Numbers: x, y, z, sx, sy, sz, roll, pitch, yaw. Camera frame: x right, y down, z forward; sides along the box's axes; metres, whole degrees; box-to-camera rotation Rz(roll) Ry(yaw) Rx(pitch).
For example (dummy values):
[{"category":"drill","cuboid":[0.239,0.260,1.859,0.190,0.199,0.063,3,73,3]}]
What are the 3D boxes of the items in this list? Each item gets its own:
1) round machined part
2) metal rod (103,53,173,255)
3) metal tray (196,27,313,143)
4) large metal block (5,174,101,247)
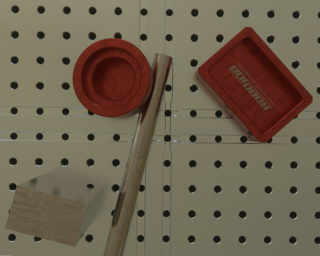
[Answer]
[{"category":"round machined part","cuboid":[-0.057,-0.062,0.399,0.099,0.042,0.097,0,89,8]},{"category":"metal rod","cuboid":[-0.032,0.049,0.412,0.025,0.025,0.298,14,90,-1]},{"category":"metal tray","cuboid":[0.123,-0.056,0.412,0.090,0.030,0.130,-42,91,0]},{"category":"large metal block","cuboid":[-0.127,0.098,0.384,0.080,0.080,0.050,15,90,-1]}]
